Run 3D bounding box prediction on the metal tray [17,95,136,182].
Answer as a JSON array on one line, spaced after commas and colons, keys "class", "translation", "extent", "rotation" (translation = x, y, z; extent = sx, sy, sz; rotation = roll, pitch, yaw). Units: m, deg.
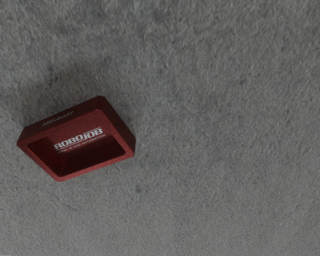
[{"class": "metal tray", "translation": [-0.110, 0.019, 0.418], "extent": [0.130, 0.030, 0.090], "rotation": [-20, 127, 16]}]
